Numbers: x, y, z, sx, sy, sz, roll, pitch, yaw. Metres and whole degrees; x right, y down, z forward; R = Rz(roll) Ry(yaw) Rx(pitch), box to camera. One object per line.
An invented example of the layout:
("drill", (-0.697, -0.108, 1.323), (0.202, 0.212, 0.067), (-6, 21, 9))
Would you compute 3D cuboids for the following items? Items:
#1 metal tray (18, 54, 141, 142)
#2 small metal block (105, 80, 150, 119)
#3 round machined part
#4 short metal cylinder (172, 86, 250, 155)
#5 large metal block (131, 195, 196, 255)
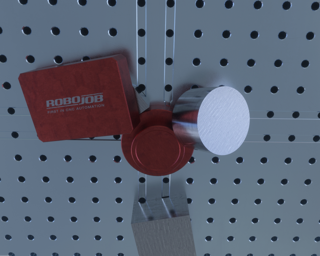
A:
("metal tray", (-0.097, -0.034, 0.379), (0.130, 0.030, 0.089), (-6, 109, 17))
("small metal block", (-0.049, -0.035, 0.400), (0.050, 0.025, 0.050), (-35, 107, 11))
("round machined part", (-0.003, 0.022, 0.412), (0.099, 0.042, 0.097), (0, 110, -1))
("short metal cylinder", (0.062, -0.010, 0.378), (0.081, 0.050, 0.079), (-3, 95, -31))
("large metal block", (0.007, 0.152, 0.456), (0.080, 0.050, 0.079), (-9, 110, 3))
